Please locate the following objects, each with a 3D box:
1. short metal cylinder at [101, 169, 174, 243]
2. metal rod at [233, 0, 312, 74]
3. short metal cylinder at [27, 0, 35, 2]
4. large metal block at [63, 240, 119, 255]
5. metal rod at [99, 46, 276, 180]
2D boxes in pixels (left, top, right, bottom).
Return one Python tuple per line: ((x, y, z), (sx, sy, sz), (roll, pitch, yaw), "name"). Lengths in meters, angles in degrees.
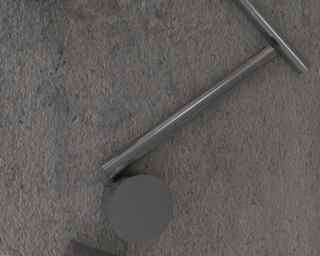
((-0.029, 0.094, 0.385), (0.081, 0.050, 0.080), (0, 90, -20), "short metal cylinder")
((0.121, -0.191, 0.453), (0.300, 0.025, 0.025), (41, 77, -16), "metal rod")
((-0.137, -0.184, 0.329), (0.050, 0.080, 0.080), (-33, 101, -17), "short metal cylinder")
((-0.084, 0.191, 0.365), (0.080, 0.050, 0.080), (27, 81, -18), "large metal block")
((0.049, -0.029, 0.427), (0.301, 0.025, 0.025), (-36, 102, -17), "metal rod")
